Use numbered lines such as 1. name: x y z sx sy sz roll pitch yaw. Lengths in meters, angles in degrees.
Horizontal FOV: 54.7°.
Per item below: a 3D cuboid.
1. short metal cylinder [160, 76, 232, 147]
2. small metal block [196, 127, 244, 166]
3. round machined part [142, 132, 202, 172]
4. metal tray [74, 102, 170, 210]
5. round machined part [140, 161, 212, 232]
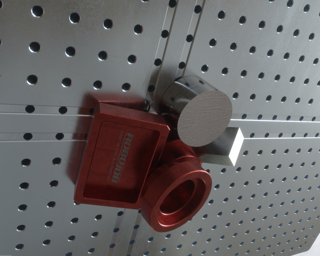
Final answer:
1. short metal cylinder: 0.047 -0.022 0.408 0.081 0.050 0.079 -14 125 -21
2. small metal block: 0.087 0.025 0.448 0.025 0.050 0.050 56 50 -39
3. round machined part: 0.021 0.058 0.447 0.099 0.042 0.097 -14 125 -21
4. metal tray: -0.051 0.040 0.392 0.091 0.030 0.129 11 113 -18
5. round machined part: 0.016 0.083 0.400 0.099 0.042 0.097 -23 133 -27
